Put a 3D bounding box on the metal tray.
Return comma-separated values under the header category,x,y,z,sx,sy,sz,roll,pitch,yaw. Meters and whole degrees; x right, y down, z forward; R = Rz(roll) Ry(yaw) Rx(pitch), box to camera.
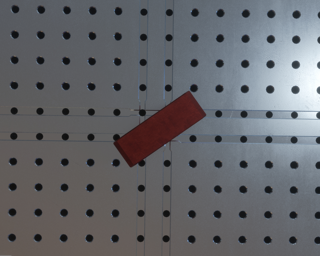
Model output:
category,x,y,z,sx,sy,sz,roll,pitch,yaw
metal tray,0.000,0.001,0.361,0.090,0.130,0.030,-35,90,0
